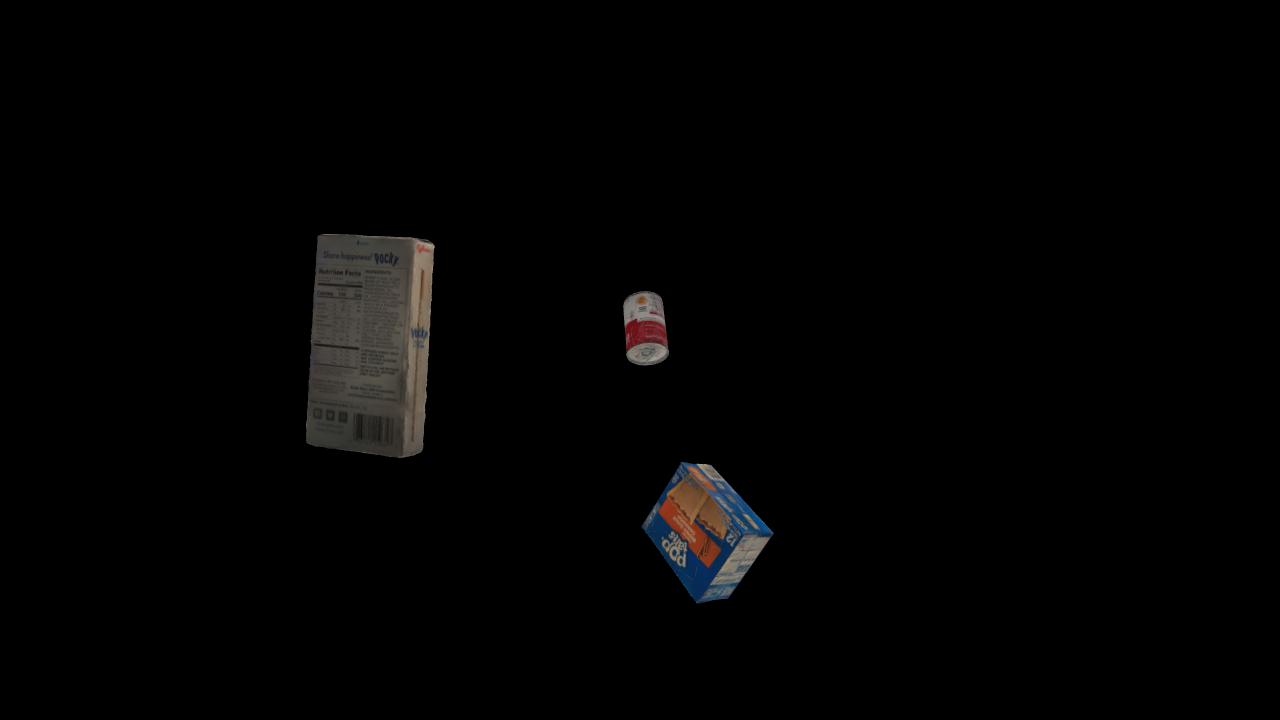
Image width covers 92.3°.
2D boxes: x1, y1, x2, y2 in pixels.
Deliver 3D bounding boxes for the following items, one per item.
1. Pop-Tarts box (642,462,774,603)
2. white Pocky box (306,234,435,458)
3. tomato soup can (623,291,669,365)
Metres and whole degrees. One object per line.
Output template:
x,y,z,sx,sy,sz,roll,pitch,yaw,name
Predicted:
0.102,0.271,0.983,0.083,0.141,0.167,15,22,-41,Pop-Tarts box
-0.194,-0.011,0.442,0.084,0.154,0.028,5,3,16,white Pocky box
0.008,-0.051,0.983,0.068,0.101,0.068,-4,-30,-2,tomato soup can
